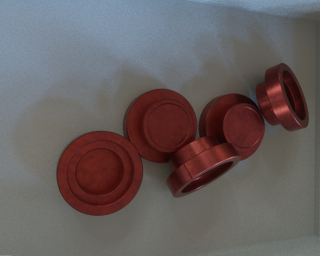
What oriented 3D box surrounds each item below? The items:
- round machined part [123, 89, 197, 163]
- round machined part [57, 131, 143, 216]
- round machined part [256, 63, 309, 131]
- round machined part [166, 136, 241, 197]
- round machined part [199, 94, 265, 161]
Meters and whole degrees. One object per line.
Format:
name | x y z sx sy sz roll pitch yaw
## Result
round machined part | 0.005 -0.003 0.403 0.099 0.042 0.097 0 90 -20
round machined part | -0.074 0.052 0.374 0.099 0.042 0.097 0 90 -20
round machined part | 0.175 -0.041 0.450 0.098 0.042 0.098 24 56 -42
round machined part | 0.050 0.046 0.398 0.099 0.098 0.042 -23 67 -19
round machined part | 0.109 -0.001 0.441 0.099 0.042 0.097 0 90 -20
